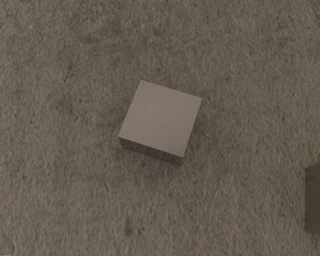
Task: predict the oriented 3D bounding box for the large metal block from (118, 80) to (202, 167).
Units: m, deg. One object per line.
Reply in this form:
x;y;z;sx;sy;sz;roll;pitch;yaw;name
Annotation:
0.001;-0.005;0.397;0.080;0.050;0.080;18;71;6;large metal block

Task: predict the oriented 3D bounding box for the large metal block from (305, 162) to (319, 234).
0.208;0.081;0.352;0.050;0.080;0.080;10;70;3;large metal block
